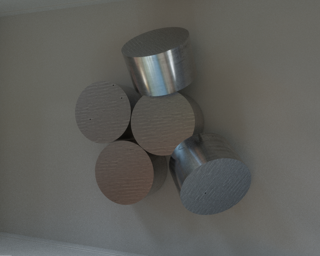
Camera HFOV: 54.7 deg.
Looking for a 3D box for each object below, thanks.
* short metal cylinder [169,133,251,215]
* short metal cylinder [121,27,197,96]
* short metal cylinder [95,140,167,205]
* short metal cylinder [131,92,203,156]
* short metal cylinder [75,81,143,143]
[{"bbox_3d":[0.055,0.052,0.354,0.081,0.050,0.079,-7,122,-11],"label":"short metal cylinder"},{"bbox_3d":[0.000,-0.081,0.371,0.080,0.080,0.050,-3,127,19],"label":"short metal cylinder"},{"bbox_3d":[-0.037,0.055,0.407,0.080,0.050,0.079,0,90,19],"label":"short metal cylinder"},{"bbox_3d":[0.011,-0.007,0.391,0.080,0.050,0.079,0,90,19],"label":"short metal cylinder"},{"bbox_3d":[-0.065,-0.020,0.417,0.080,0.050,0.079,0,90,19],"label":"short metal cylinder"}]
